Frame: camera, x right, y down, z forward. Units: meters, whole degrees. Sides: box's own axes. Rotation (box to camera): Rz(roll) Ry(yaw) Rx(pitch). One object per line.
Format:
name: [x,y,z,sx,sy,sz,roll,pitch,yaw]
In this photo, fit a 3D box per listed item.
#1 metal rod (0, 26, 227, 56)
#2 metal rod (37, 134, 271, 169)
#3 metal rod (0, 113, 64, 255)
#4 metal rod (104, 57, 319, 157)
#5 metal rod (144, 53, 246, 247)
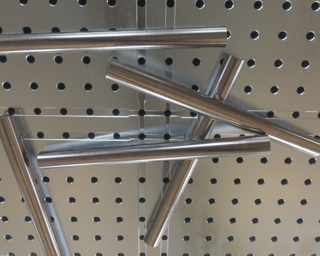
metal rod: [-0.072,-0.104,0.373,0.302,0.025,0.025,-2,110,0]
metal rod: [-0.014,0.032,0.405,0.301,0.025,0.025,-5,110,9]
metal rod: [-0.179,0.122,0.456,0.025,0.025,0.298,-9,110,3]
metal rod: [0.080,-0.018,0.381,0.302,0.025,0.025,19,109,-18]
metal rod: [0.040,0.043,0.429,0.025,0.025,0.298,20,109,-8]
